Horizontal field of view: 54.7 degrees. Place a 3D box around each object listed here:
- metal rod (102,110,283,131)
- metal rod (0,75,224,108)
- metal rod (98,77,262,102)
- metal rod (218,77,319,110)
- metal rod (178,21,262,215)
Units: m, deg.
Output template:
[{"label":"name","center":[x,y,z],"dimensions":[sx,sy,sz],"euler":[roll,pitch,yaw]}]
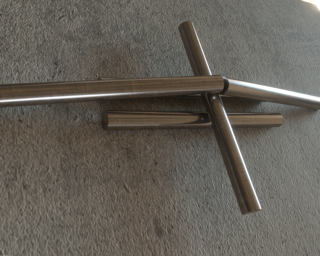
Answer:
[{"label":"metal rod","center":[0.065,-0.011,0.449],"dimensions":[0.303,0.025,0.025],"euler":[-1,62,-29]},{"label":"metal rod","center":[-0.060,-0.046,0.370],"dimensions":[0.303,0.025,0.025],"euler":[-6,65,-21]},{"label":"metal rod","center":[0.054,-0.055,0.469],"dimensions":[0.303,0.025,0.025],"euler":[-1,62,-29]},{"label":"metal rod","center":[0.202,-0.053,0.517],"dimensions":[0.302,0.025,0.025],"euler":[2,60,-39]},{"label":"metal rod","center":[0.076,-0.030,0.435],"dimensions":[0.025,0.025,0.299],"euler":[0,62,-29]}]
